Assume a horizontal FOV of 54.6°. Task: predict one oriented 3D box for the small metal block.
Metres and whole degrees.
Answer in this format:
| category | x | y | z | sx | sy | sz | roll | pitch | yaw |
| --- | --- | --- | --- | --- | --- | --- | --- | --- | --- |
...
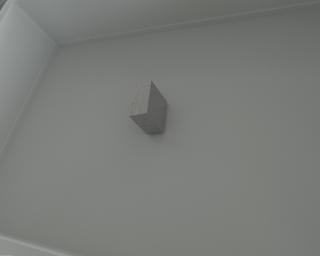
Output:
| category | x | y | z | sx | sy | sz | roll | pitch | yaw |
| --- | --- | --- | --- | --- | --- | --- | --- | --- | --- |
| small metal block | -0.014 | -0.026 | 0.410 | 0.025 | 0.050 | 0.050 | -9 | 57 | 24 |
